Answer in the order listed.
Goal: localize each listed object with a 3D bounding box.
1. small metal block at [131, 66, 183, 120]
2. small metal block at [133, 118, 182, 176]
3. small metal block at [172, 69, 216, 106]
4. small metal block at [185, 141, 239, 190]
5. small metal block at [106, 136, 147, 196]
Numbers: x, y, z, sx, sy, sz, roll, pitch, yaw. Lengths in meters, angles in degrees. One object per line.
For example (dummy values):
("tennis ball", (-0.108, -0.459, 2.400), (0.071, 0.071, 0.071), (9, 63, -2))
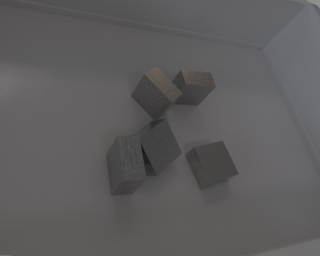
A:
("small metal block", (-0.005, -0.044, 0.414), (0.050, 0.050, 0.025), (46, 51, 4))
("small metal block", (-0.006, 0.023, 0.376), (0.050, 0.025, 0.050), (-37, 109, -39))
("small metal block", (0.043, -0.057, 0.447), (0.050, 0.050, 0.025), (0, 62, -28))
("small metal block", (0.069, 0.049, 0.413), (0.050, 0.025, 0.050), (-10, 67, -32))
("small metal block", (-0.039, 0.042, 0.342), (0.025, 0.050, 0.050), (0, 62, -24))
